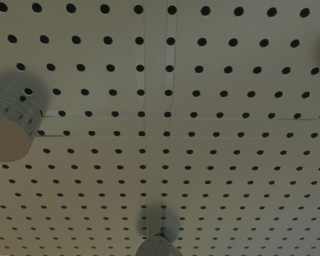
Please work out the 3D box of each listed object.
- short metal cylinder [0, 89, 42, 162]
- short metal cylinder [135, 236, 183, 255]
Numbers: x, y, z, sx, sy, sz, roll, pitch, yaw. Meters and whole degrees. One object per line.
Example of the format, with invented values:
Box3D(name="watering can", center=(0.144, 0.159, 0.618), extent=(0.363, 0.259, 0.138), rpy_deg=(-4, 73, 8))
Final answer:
Box3D(name="short metal cylinder", center=(-0.198, -0.002, 0.390), extent=(0.081, 0.050, 0.079), rpy_deg=(0, 130, 0))
Box3D(name="short metal cylinder", center=(-0.002, 0.256, 0.594), extent=(0.080, 0.080, 0.050), rpy_deg=(-27, 125, 21))
